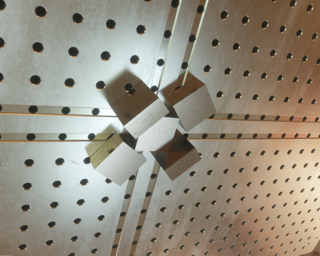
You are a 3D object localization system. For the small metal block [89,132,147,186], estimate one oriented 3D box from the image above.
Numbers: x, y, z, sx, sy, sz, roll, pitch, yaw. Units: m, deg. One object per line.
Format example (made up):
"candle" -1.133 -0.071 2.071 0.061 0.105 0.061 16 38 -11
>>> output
"small metal block" -0.054 0.041 0.406 0.050 0.025 0.050 -44 130 2

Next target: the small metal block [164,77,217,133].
"small metal block" 0.042 -0.031 0.414 0.050 0.025 0.050 -34 129 -5

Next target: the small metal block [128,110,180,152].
"small metal block" -0.008 0.003 0.407 0.050 0.025 0.050 4 115 -29

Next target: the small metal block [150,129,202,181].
"small metal block" 0.021 0.037 0.428 0.050 0.050 0.025 -36 129 -4

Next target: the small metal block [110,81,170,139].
"small metal block" -0.025 -0.022 0.367 0.050 0.050 0.025 -39 130 -1
